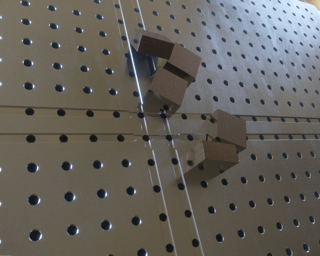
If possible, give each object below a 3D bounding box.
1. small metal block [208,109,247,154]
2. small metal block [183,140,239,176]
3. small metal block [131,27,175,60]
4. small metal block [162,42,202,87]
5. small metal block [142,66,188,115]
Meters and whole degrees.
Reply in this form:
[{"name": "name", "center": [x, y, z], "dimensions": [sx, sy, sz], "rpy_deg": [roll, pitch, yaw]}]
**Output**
[{"name": "small metal block", "center": [0.100, 0.006, 0.461], "dimensions": [0.050, 0.025, 0.050], "rpy_deg": [21, 54, -16]}, {"name": "small metal block", "center": [0.065, 0.041, 0.404], "dimensions": [0.050, 0.050, 0.025], "rpy_deg": [9, 58, -24]}, {"name": "small metal block", "center": [-0.012, -0.127, 0.466], "dimensions": [0.050, 0.025, 0.050], "rpy_deg": [9, 26, -22]}, {"name": "small metal block", "center": [0.034, -0.100, 0.489], "dimensions": [0.050, 0.025, 0.050], "rpy_deg": [28, 52, -11]}, {"name": "small metal block", "center": [0.008, -0.055, 0.448], "dimensions": [0.050, 0.025, 0.050], "rpy_deg": [27, 52, -12]}]
